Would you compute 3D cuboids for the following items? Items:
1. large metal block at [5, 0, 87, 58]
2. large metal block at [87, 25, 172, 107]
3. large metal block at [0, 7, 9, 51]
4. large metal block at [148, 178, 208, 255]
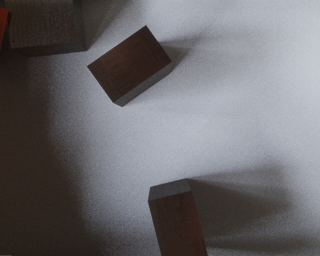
[{"bbox_3d":[-0.144,-0.140,0.398,0.080,0.050,0.080,-7,90,0],"label":"large metal block"},{"bbox_3d":[-0.034,-0.071,0.383,0.080,0.080,0.050,-35,90,0],"label":"large metal block"},{"bbox_3d":[-0.234,-0.110,0.376,0.080,0.050,0.080,11,90,43],"label":"large metal block"},{"bbox_3d":[0.021,0.114,0.384,0.050,0.080,0.080,-14,90,0],"label":"large metal block"}]
